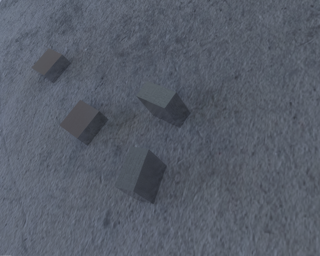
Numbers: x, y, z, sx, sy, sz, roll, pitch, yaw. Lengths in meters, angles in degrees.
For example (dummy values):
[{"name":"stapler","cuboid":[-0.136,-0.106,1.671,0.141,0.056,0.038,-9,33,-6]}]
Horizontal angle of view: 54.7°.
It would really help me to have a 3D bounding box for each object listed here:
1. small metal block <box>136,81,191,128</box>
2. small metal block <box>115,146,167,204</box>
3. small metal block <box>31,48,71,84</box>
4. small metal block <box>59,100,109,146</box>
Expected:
[{"name":"small metal block","cuboid":[0.005,-0.030,0.403,0.050,0.050,0.025,26,76,36]},{"name":"small metal block","cuboid":[-0.021,0.056,0.363,0.025,0.050,0.050,6,65,31]},{"name":"small metal block","cuboid":[-0.204,-0.117,0.580,0.050,0.025,0.050,29,77,37]},{"name":"small metal block","cuboid":[-0.115,-0.008,0.467,0.050,0.025,0.050,29,77,37]}]
